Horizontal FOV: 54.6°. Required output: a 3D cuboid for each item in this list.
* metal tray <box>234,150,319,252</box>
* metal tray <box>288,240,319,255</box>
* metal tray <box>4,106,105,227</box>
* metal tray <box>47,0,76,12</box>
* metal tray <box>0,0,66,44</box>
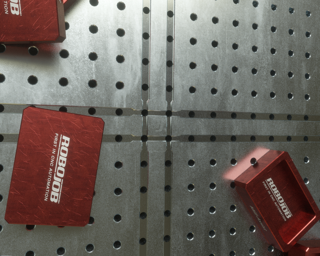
[{"bbox_3d":[0.183,0.110,0.476,0.090,0.030,0.130,-36,102,-17],"label":"metal tray"},{"bbox_3d":[0.238,0.247,0.488,0.091,0.030,0.129,10,87,-30],"label":"metal tray"},{"bbox_3d":[-0.122,0.046,0.365,0.091,0.030,0.129,9,87,-20],"label":"metal tray"},{"bbox_3d":[-0.111,-0.215,0.368,0.090,0.030,0.130,42,77,-15],"label":"metal tray"},{"bbox_3d":[-0.154,-0.158,0.329,0.091,0.030,0.129,-2,101,-3],"label":"metal tray"}]
